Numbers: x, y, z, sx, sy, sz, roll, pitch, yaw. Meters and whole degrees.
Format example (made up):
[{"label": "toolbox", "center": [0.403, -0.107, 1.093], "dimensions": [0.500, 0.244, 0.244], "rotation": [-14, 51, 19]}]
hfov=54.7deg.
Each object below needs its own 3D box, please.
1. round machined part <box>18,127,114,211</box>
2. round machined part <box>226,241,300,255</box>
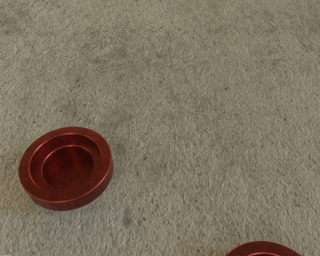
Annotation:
[{"label": "round machined part", "center": [-0.102, 0.049, 0.350], "dimensions": [0.099, 0.042, 0.098], "rotation": [0, 50, 0]}, {"label": "round machined part", "center": [0.091, 0.153, 0.264], "dimensions": [0.099, 0.042, 0.098], "rotation": [0, 50, 0]}]
